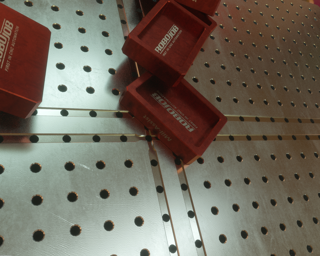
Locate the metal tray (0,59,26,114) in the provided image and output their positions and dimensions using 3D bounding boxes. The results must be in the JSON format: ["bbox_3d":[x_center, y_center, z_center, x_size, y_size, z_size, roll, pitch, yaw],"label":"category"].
[{"bbox_3d":[-0.223,-0.061,0.322,0.131,0.030,0.090,24,53,-14],"label":"metal tray"}]

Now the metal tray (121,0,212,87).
[{"bbox_3d":[0.014,-0.130,0.451,0.090,0.030,0.130,34,51,-6],"label":"metal tray"}]

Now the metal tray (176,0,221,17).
[{"bbox_3d":[0.032,-0.242,0.544,0.131,0.030,0.090,14,28,-20],"label":"metal tray"}]

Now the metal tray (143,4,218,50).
[{"bbox_3d":[0.032,-0.169,0.524,0.090,0.030,0.131,40,51,-1],"label":"metal tray"}]

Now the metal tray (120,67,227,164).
[{"bbox_3d":[0.021,-0.025,0.430,0.130,0.030,0.090,43,51,1],"label":"metal tray"}]

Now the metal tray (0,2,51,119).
[{"bbox_3d":[-0.170,-0.080,0.331,0.090,0.030,0.130,24,41,-36],"label":"metal tray"}]
